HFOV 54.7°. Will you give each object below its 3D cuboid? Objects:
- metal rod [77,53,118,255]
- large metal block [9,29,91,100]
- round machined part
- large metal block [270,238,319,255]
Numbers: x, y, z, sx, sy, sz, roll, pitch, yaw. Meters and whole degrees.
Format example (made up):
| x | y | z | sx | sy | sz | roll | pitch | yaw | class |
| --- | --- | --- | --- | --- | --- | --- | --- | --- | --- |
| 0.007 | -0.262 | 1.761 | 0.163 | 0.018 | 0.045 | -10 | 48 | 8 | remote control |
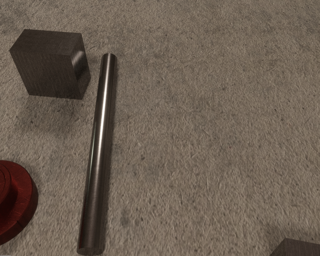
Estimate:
| x | y | z | sx | sy | sz | roll | pitch | yaw | class |
| --- | --- | --- | --- | --- | --- | --- | --- | --- | --- |
| -0.074 | 0.006 | 0.397 | 0.025 | 0.025 | 0.300 | -2 | 50 | -2 | metal rod |
| -0.151 | -0.089 | 0.440 | 0.080 | 0.080 | 0.050 | 5 | 50 | 4 | large metal block |
| -0.186 | 0.074 | 0.328 | 0.099 | 0.042 | 0.098 | 0 | 50 | 0 | round machined part |
| 0.142 | 0.149 | 0.263 | 0.080 | 0.050 | 0.080 | 9 | 51 | 7 | large metal block |
